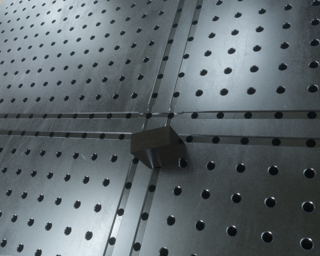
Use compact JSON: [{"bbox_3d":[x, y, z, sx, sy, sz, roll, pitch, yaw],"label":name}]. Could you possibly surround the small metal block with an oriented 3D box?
[{"bbox_3d":[-0.001,0.024,0.377,0.050,0.050,0.025,-13,57,20],"label":"small metal block"}]
